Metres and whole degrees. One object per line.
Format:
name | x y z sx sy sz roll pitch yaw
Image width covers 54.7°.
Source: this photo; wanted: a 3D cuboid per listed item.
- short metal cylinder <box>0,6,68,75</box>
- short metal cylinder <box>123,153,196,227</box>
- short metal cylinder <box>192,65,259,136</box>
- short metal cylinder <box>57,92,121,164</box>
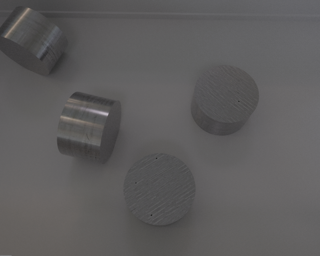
short metal cylinder | -0.174 -0.116 0.422 0.080 0.080 0.050 24 72 8
short metal cylinder | 0.000 0.075 0.369 0.081 0.050 0.080 0 70 0
short metal cylinder | 0.083 -0.035 0.410 0.081 0.050 0.080 0 70 0
short metal cylinder | -0.084 0.000 0.380 0.050 0.080 0.080 13 71 5
